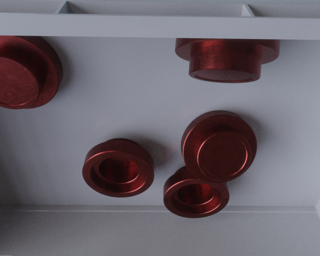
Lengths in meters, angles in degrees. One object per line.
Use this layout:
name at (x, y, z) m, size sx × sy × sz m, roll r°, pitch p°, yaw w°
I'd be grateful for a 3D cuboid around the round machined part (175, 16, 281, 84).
round machined part at (0.064, -0.070, 0.301) m, size 0.099 × 0.098 × 0.042 m, roll 5°, pitch 89°, yaw -4°

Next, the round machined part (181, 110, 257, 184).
round machined part at (0.079, 0.029, 0.402) m, size 0.099 × 0.042 × 0.097 m, roll -2°, pitch 109°, yaw -4°

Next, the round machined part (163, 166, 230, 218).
round machined part at (0.054, 0.094, 0.478) m, size 0.099 × 0.042 × 0.097 m, roll 0°, pitch 131°, yaw 0°

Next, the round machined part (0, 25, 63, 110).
round machined part at (-0.164, -0.060, 0.346) m, size 0.099 × 0.042 × 0.097 m, roll 0°, pitch 130°, yaw 0°

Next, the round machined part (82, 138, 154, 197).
round machined part at (-0.057, 0.053, 0.442) m, size 0.099 × 0.042 × 0.097 m, roll 0°, pitch 130°, yaw 0°
